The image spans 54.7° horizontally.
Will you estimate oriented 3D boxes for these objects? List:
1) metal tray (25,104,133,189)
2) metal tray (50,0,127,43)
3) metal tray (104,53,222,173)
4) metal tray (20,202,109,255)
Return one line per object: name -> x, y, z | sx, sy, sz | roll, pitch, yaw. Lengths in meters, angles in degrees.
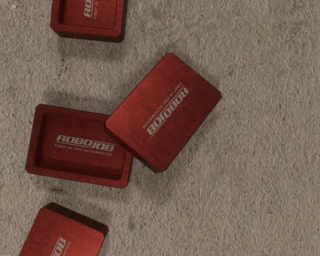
metal tray -> -0.099, 0.023, 0.406 | 0.131, 0.030, 0.089 | 9, 90, -1
metal tray -> -0.088, -0.183, 0.406 | 0.091, 0.030, 0.129 | 6, 90, -1
metal tray -> 0.005, -0.020, 0.388 | 0.090, 0.030, 0.130 | 39, 72, -1
metal tray -> -0.135, 0.175, 0.406 | 0.090, 0.030, 0.129 | 24, 90, -1
